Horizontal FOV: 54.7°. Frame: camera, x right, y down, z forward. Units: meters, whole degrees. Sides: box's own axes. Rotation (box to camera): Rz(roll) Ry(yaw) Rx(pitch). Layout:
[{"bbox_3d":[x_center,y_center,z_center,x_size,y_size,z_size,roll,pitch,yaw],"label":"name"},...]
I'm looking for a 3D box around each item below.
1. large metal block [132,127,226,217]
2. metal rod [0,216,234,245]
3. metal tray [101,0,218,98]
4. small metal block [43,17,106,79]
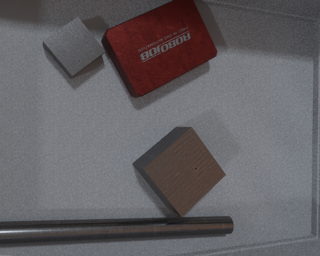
[{"bbox_3d":[0.025,0.054,0.408,0.080,0.050,0.080,-40,103,-16],"label":"large metal block"},{"bbox_3d":[-0.041,0.129,0.396,0.302,0.025,0.025,5,89,-20],"label":"metal rod"},{"bbox_3d":[0.002,-0.108,0.409,0.131,0.030,0.090,-31,100,-18],"label":"metal tray"},{"bbox_3d":[-0.103,-0.095,0.373,0.050,0.025,0.050,-42,104,-15],"label":"small metal block"}]
